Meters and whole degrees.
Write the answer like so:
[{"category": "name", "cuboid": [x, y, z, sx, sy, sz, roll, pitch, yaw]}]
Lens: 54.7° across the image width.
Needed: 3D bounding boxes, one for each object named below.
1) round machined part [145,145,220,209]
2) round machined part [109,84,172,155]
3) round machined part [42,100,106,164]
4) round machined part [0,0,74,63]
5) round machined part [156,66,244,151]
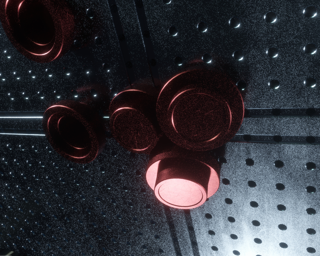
[{"category": "round machined part", "cuboid": [0.029, 0.071, 0.409, 0.099, 0.042, 0.097, 6, 134, 6]}, {"category": "round machined part", "cuboid": [-0.026, -0.005, 0.410, 0.098, 0.042, 0.097, 13, 124, 20]}, {"category": "round machined part", "cuboid": [-0.122, 0.001, 0.464, 0.098, 0.042, 0.097, 13, 124, 20]}, {"category": "round machined part", "cuboid": [-0.149, -0.136, 0.393, 0.098, 0.042, 0.097, 13, 124, 20]}, {"category": "round machined part", "cuboid": [0.044, -0.018, 0.347, 0.099, 0.042, 0.097, 3, 112, 7]}]
